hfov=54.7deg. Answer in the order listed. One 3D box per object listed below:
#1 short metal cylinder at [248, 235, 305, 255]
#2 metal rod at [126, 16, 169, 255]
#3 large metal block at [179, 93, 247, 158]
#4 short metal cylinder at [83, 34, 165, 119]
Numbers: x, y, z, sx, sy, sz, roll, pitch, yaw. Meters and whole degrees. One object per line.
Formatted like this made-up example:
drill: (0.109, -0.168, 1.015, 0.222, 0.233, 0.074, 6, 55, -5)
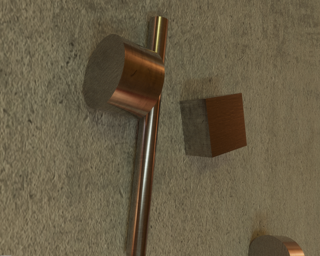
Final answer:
short metal cylinder: (0.202, 0.229, 0.539, 0.050, 0.080, 0.080, 18, 79, -39)
metal rod: (-0.015, 0.008, 0.391, 0.025, 0.025, 0.298, 9, 84, -40)
large metal block: (0.079, -0.006, 0.455, 0.081, 0.050, 0.079, -12, 98, -39)
short metal cylinder: (-0.041, -0.054, 0.335, 0.050, 0.080, 0.080, 15, 81, -39)
